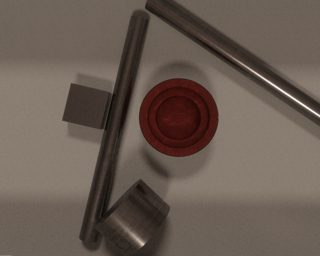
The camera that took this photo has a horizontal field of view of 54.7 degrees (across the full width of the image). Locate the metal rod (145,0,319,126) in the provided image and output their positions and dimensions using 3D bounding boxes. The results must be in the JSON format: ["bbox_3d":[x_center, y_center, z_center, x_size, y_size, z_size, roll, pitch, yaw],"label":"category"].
[{"bbox_3d":[0.112,-0.086,0.412,0.301,0.025,0.025,34,90,-1],"label":"metal rod"}]

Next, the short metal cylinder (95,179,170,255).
[{"bbox_3d":[-0.033,0.110,0.384,0.050,0.080,0.080,44,90,0],"label":"short metal cylinder"}]

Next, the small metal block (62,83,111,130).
[{"bbox_3d":[-0.096,-0.028,0.410,0.050,0.025,0.050,13,90,-1],"label":"small metal block"}]

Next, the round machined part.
[{"bbox_3d":[0.023,-0.013,0.403,0.099,0.042,0.097,0,90,-1],"label":"round machined part"}]

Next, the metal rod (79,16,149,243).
[{"bbox_3d":[-0.061,0.001,0.410,0.025,0.025,0.298,13,90,-1],"label":"metal rod"}]
